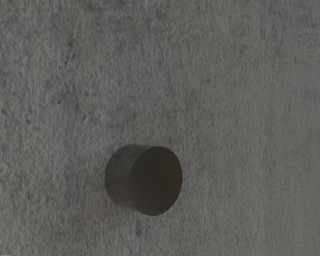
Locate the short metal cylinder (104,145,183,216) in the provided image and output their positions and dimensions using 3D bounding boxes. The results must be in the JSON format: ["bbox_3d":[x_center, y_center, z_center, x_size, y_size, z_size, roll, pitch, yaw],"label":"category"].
[{"bbox_3d":[-0.019,0.061,0.375,0.081,0.050,0.079,0,90,-40],"label":"short metal cylinder"}]
